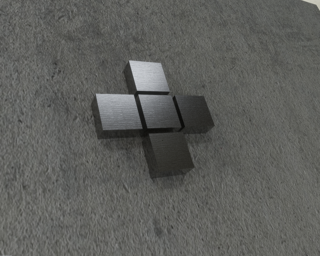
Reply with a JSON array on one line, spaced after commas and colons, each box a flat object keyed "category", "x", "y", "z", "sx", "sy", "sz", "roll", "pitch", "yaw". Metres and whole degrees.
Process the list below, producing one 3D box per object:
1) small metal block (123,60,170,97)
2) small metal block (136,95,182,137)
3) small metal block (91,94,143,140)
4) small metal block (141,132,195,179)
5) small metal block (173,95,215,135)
[{"category": "small metal block", "x": -0.020, "y": -0.066, "z": 0.436, "sx": 0.050, "sy": 0.025, "sz": 0.050, "roll": -2, "pitch": 63, "yaw": -30}, {"category": "small metal block", "x": -0.005, "y": -0.016, "z": 0.414, "sx": 0.050, "sy": 0.025, "sz": 0.050, "roll": -2, "pitch": 63, "yaw": -30}, {"category": "small metal block", "x": -0.055, "y": -0.014, "z": 0.386, "sx": 0.050, "sy": 0.025, "sz": 0.050, "roll": -2, "pitch": 63, "yaw": -30}, {"category": "small metal block", "x": 0.009, "y": 0.034, "z": 0.391, "sx": 0.050, "sy": 0.025, "sz": 0.050, "roll": -2, "pitch": 63, "yaw": -30}, {"category": "small metal block", "x": 0.044, "y": -0.019, "z": 0.442, "sx": 0.050, "sy": 0.025, "sz": 0.050, "roll": -2, "pitch": 63, "yaw": -30}]
